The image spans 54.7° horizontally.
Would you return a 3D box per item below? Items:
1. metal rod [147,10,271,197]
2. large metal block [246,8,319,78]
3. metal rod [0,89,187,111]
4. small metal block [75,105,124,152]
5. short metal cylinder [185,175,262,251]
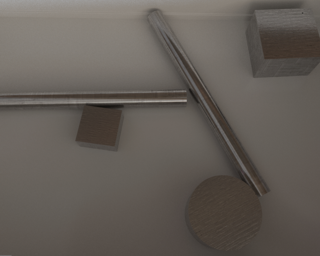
[{"bbox_3d":[0.058,-0.043,0.426,0.025,0.025,0.299,-25,72,-9],"label":"metal rod"},{"bbox_3d":[0.175,-0.121,0.443,0.081,0.050,0.080,-3,70,-2],"label":"large metal block"},{"bbox_3d":[-0.115,-0.038,0.422,0.302,0.025,0.025,-1,70,-1],"label":"metal rod"},{"bbox_3d":[-0.078,0.001,0.408,0.050,0.025,0.050,8,70,2],"label":"small metal block"},{"bbox_3d":[0.071,0.099,0.361,0.081,0.050,0.080,0,70,0],"label":"short metal cylinder"}]
